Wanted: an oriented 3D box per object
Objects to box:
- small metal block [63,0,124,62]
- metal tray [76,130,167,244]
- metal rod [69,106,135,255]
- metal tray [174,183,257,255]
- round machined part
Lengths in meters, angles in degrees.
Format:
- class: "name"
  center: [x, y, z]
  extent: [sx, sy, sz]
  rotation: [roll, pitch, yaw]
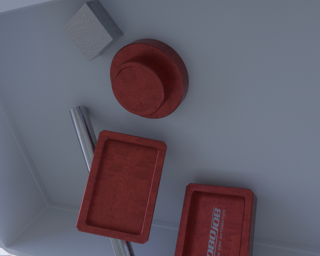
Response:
- class: "small metal block"
  center: [-0.081, -0.118, 0.377]
  extent: [0.050, 0.025, 0.050]
  rotation: [-30, 103, 37]
- class: "metal tray"
  center: [-0.047, 0.075, 0.405]
  extent: [0.091, 0.129, 0.030]
  rotation: [11, 167, 1]
- class: "metal rod"
  center: [-0.070, 0.109, 0.426]
  extent: [0.025, 0.025, 0.299]
  rotation: [-30, 75, 37]
- class: "metal tray"
  center: [0.070, 0.141, 0.395]
  extent: [0.090, 0.130, 0.030]
  rotation: [1, 156, 27]
- class: "round machined part"
  center: [-0.019, -0.054, 0.373]
  extent: [0.098, 0.042, 0.097]
  rotation: [13, 124, 20]
